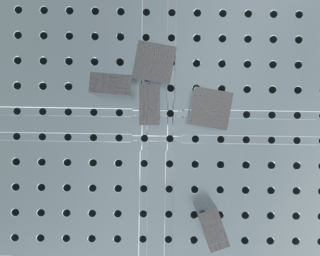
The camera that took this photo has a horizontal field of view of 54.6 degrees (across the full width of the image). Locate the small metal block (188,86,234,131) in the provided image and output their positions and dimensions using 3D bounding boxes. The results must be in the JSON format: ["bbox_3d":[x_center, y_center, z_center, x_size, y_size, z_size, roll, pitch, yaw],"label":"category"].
[{"bbox_3d":[0.066,-0.025,0.414,0.050,0.025,0.050,10,90,0],"label":"small metal block"}]

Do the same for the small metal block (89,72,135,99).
[{"bbox_3d":[-0.060,-0.054,0.400,0.050,0.050,0.025,5,90,0],"label":"small metal block"}]

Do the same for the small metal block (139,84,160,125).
[{"bbox_3d":[-0.013,-0.029,0.401,0.025,0.050,0.050,0,90,0],"label":"small metal block"}]

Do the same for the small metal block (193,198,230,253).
[{"bbox_3d":[0.066,0.124,0.401,0.025,0.050,0.050,-19,90,0],"label":"small metal block"}]

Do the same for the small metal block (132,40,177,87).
[{"bbox_3d":[-0.008,-0.085,0.413,0.050,0.025,0.050,10,90,0],"label":"small metal block"}]
